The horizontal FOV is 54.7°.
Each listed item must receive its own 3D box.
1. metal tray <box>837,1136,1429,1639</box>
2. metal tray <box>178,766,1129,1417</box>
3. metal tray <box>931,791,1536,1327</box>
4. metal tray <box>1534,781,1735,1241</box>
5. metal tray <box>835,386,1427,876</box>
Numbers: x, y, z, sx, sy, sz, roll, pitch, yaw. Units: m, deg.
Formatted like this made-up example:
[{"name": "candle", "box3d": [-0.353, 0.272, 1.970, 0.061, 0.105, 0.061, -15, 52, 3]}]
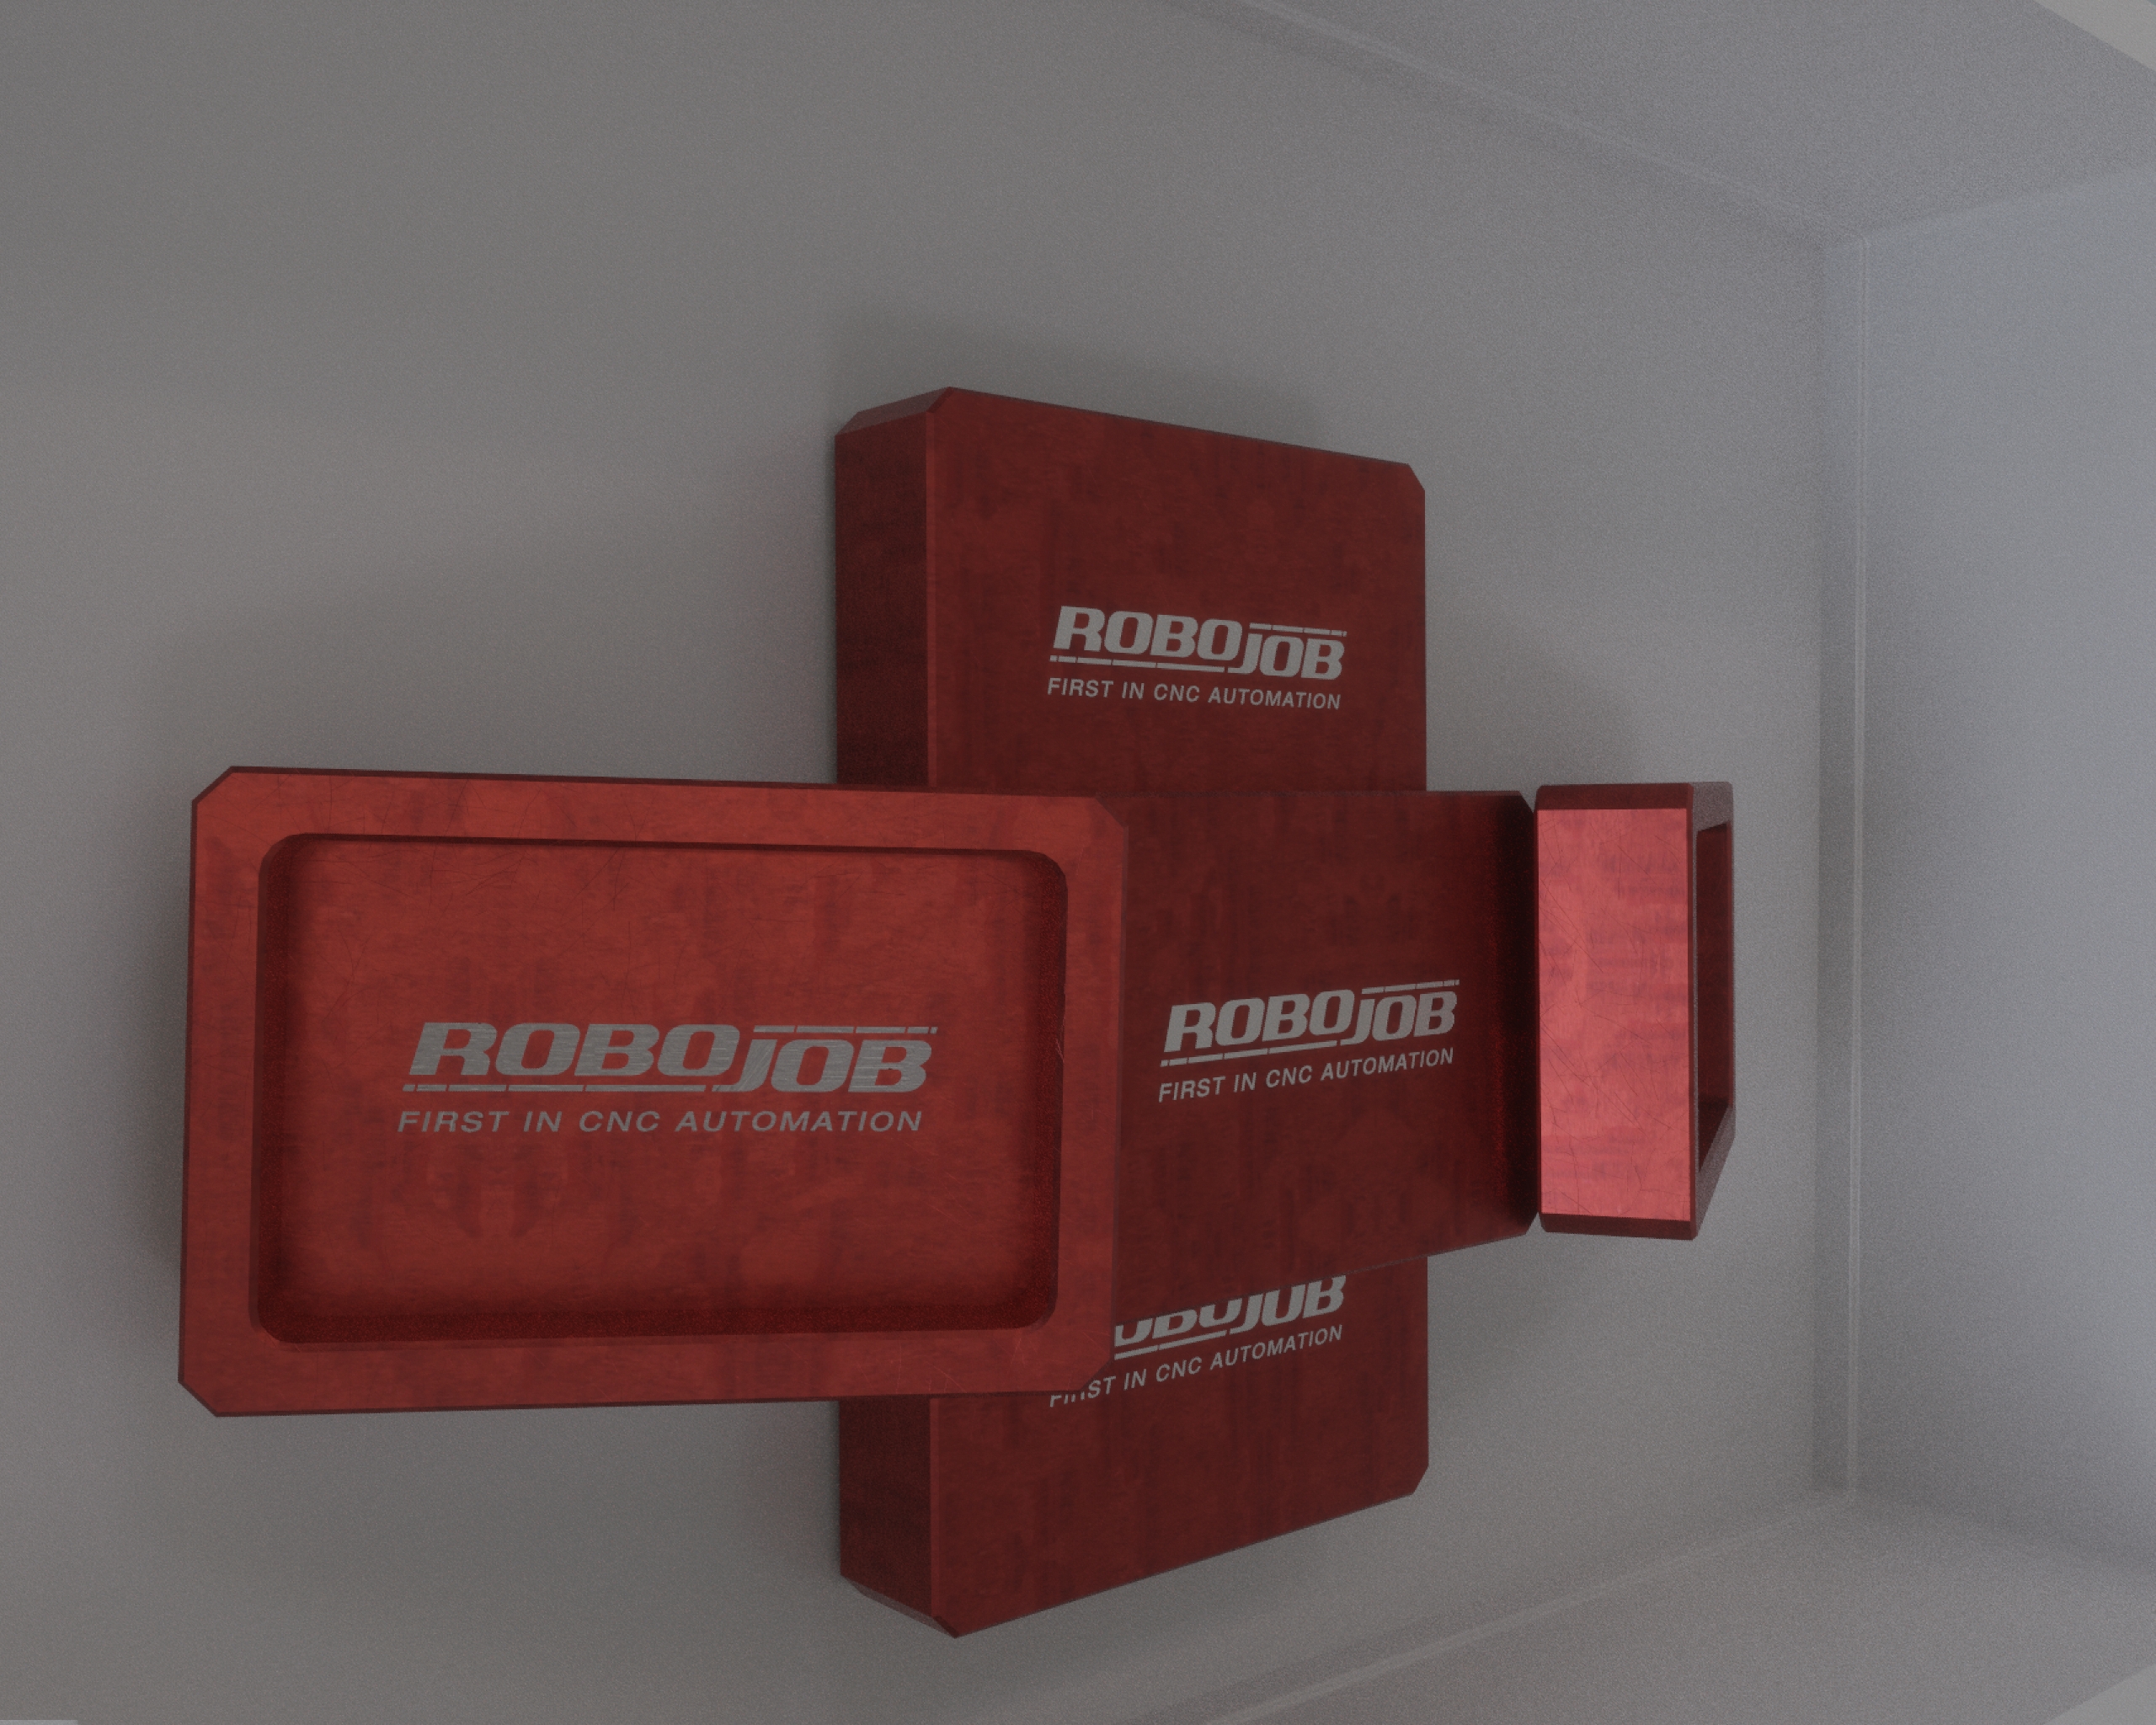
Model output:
[{"name": "metal tray", "box3d": [0.015, 0.090, 0.413, 0.131, 0.030, 0.089, -1, 91, -40]}, {"name": "metal tray", "box3d": [-0.060, 0.033, 0.311, 0.131, 0.030, 0.089, 1, 90, -11]}, {"name": "metal tray", "box3d": [0.034, 0.032, 0.391, 0.131, 0.030, 0.089, -2, 91, -40]}, {"name": "metal tray", "box3d": [0.128, 0.027, 0.467, 0.130, 0.030, 0.089, -6, 95, -69]}, {"name": "metal tray", "box3d": [0.015, -0.039, 0.412, 0.131, 0.030, 0.089, -1, 91, -40]}]
